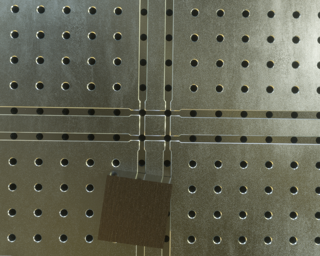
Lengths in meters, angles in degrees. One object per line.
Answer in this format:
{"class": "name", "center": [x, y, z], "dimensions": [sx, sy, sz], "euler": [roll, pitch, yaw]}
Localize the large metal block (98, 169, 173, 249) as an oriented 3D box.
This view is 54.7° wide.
{"class": "large metal block", "center": [-0.030, 0.102, 0.401], "dimensions": [0.081, 0.050, 0.080], "euler": [8, 90, -1]}
